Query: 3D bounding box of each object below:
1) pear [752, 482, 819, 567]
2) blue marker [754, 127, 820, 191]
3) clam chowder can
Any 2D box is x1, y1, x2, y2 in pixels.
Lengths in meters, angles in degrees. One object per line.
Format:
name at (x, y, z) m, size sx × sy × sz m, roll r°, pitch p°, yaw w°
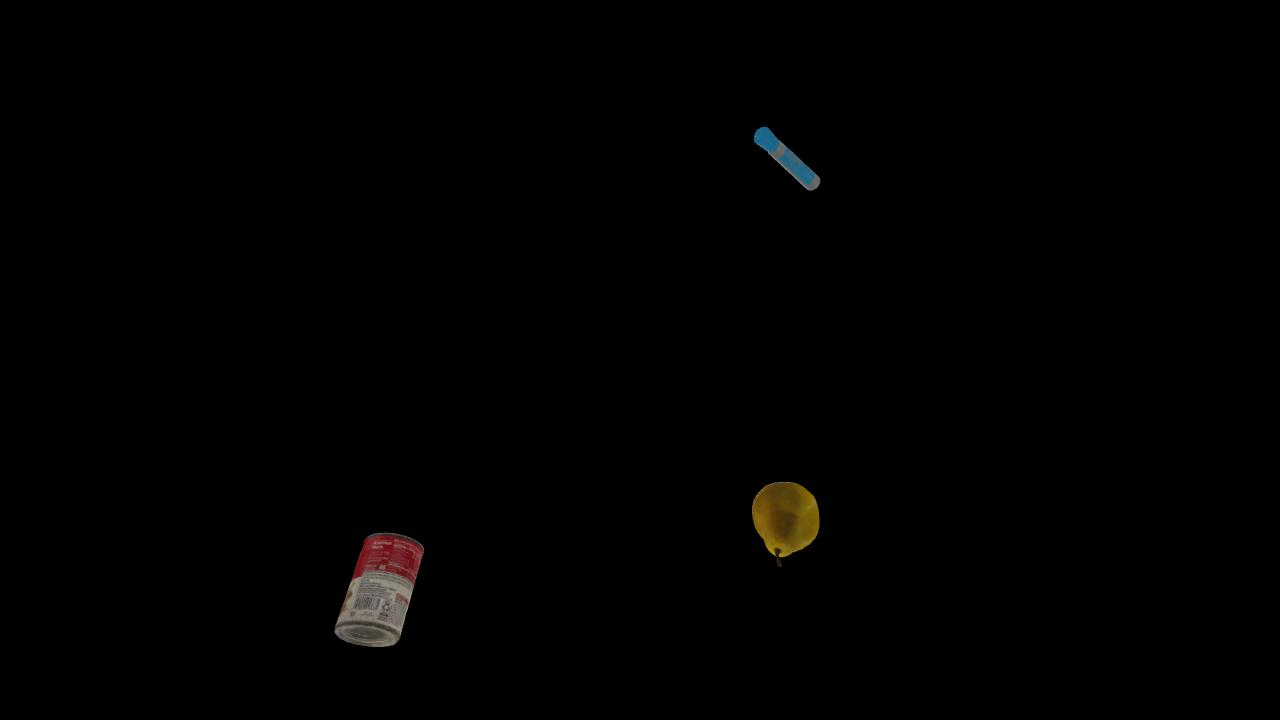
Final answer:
pear at (0.154, 0.181, 0.674) m, size 0.080 × 0.080 × 0.111 m, roll 0°, pitch 11°, yaw 26°
blue marker at (0.160, -0.218, 0.668) m, size 0.020 × 0.020 × 0.121 m, roll 0°, pitch -13°, yaw 43°
clam chowder can at (-0.285, 0.252, 0.677) m, size 0.068 × 0.102 × 0.068 m, roll 0°, pitch -43°, yaw 0°
